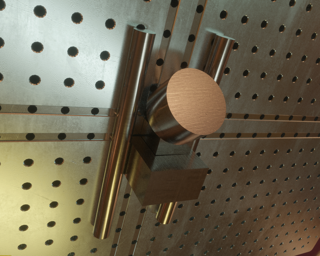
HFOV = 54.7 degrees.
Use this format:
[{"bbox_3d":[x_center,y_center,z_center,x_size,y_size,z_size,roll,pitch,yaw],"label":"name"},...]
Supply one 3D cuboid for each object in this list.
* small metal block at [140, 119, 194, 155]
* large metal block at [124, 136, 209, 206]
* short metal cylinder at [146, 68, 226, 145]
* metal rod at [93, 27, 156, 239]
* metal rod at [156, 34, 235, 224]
[{"bbox_3d":[0.009,0.011,0.406,0.050,0.050,0.025,1,118,-30],"label":"small metal block"},{"bbox_3d":[0.003,0.052,0.406,0.081,0.080,0.050,1,118,-29],"label":"large metal block"},{"bbox_3d":[0.031,-0.024,0.369,0.081,0.050,0.080,9,70,-27],"label":"short metal cylinder"},{"bbox_3d":[-0.052,0.025,0.398,0.025,0.025,0.298,1,118,-29],"label":"metal rod"},{"bbox_3d":[0.044,0.017,0.446,0.025,0.025,0.298,2,118,-29],"label":"metal rod"}]
